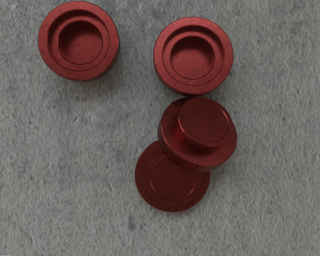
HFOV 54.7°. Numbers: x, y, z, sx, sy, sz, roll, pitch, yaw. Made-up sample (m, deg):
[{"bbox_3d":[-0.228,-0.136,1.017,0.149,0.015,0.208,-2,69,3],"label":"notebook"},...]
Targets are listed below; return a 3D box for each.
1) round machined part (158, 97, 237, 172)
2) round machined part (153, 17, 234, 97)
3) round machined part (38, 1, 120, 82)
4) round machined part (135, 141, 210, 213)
[{"bbox_3d":[0.049,0.001,0.379,0.099,0.042,0.098,7,59,-12],"label":"round machined part"},{"bbox_3d":[0.041,-0.088,0.400,0.099,0.042,0.097,0,86,0],"label":"round machined part"},{"bbox_3d":[-0.100,-0.108,0.400,0.099,0.042,0.097,0,90,-1],"label":"round machined part"},{"bbox_3d":[0.017,0.061,0.402,0.099,0.042,0.097,0,90,-1],"label":"round machined part"}]
